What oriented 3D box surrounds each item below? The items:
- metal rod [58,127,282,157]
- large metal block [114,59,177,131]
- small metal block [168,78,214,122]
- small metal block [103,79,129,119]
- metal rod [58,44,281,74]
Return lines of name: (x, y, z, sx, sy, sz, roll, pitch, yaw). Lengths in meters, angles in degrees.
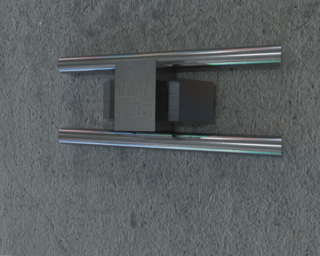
metal rod: (-0.001, 0.017, 0.410, 0.301, 0.025, 0.025, 2, 91, 19)
large metal block: (-0.015, -0.037, 0.388, 0.050, 0.080, 0.079, 1, 90, 20)
small metal block: (0.038, -0.033, 0.381, 0.025, 0.050, 0.050, 1, 90, 61)
small metal block: (-0.059, -0.037, 0.415, 0.025, 0.050, 0.050, 1, 91, -20)
metal rod: (-0.002, -0.089, 0.410, 0.301, 0.025, 0.025, 2, 91, 19)
